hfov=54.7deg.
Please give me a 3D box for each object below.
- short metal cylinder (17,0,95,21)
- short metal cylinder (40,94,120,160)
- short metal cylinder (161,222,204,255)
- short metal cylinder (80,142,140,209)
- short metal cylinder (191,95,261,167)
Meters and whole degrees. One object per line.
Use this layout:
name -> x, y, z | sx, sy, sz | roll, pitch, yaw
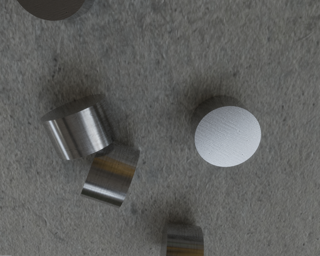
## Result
short metal cylinder -> -0.113, -0.159, 0.336 | 0.081, 0.050, 0.079 | 0, 110, -1
short metal cylinder -> -0.096, -0.003, 0.378 | 0.080, 0.080, 0.050 | -17, 110, 6
short metal cylinder -> 0.030, 0.181, 0.448 | 0.050, 0.080, 0.079 | 7, 110, -3
short metal cylinder -> -0.064, 0.057, 0.401 | 0.050, 0.080, 0.079 | 21, 109, -8
short metal cylinder -> 0.082, 0.003, 0.399 | 0.081, 0.050, 0.079 | 0, 110, -1
